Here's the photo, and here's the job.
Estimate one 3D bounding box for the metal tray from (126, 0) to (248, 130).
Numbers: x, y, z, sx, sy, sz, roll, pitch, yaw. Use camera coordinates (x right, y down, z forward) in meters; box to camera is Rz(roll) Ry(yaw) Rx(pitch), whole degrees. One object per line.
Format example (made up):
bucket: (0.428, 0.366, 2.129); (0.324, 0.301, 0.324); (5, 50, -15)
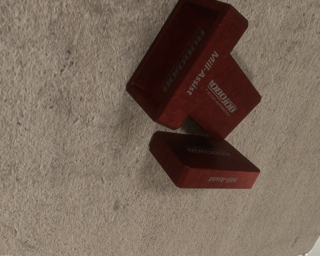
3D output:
metal tray: (0.022, -0.074, 0.332); (0.030, 0.090, 0.129); (25, 105, -37)

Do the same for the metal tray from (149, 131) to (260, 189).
metal tray: (0.061, 0.044, 0.427); (0.131, 0.090, 0.030); (7, 115, -32)

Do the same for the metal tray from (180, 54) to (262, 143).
metal tray: (0.071, -0.047, 0.416); (0.090, 0.030, 0.130); (-47, 130, 5)
